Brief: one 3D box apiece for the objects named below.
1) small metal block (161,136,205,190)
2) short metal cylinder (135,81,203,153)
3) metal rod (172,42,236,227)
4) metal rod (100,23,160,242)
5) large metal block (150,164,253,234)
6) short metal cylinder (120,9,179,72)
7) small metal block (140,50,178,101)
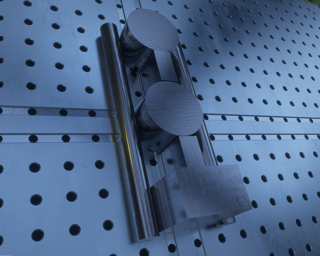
[{"bbox_3d":[0.028,0.043,0.380,0.025,0.050,0.050,0,62,-28],"label":"small metal block"},{"bbox_3d":[0.009,-0.014,0.405,0.081,0.050,0.080,14,56,-21],"label":"short metal cylinder"},{"bbox_3d":[0.049,-0.014,0.442,0.025,0.025,0.299,1,61,-28],"label":"metal rod"},{"bbox_3d":[-0.044,-0.014,0.392,0.025,0.025,0.299,1,61,-28],"label":"metal rod"},{"bbox_3d":[0.039,0.080,0.345,0.081,0.080,0.050,1,62,-28],"label":"large metal block"},{"bbox_3d":[-0.019,-0.129,0.460,0.081,0.050,0.080,14,56,-21],"label":"short metal cylinder"},{"bbox_3d":[-0.003,-0.072,0.433,0.025,0.050,0.050,1,62,-28],"label":"small metal block"}]
